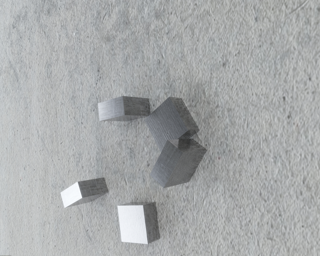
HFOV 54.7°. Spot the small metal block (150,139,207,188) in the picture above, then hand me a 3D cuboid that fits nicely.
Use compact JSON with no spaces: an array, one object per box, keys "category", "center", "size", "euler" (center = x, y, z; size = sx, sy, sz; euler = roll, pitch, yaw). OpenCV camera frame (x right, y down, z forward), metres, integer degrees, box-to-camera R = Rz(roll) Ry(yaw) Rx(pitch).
[{"category":"small metal block","center":[0.023,0.041,0.370],"size":[0.025,0.050,0.050],"euler":[40,114,33]}]

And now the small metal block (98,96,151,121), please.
[{"category":"small metal block","center":[-0.049,-0.025,0.429],"size":[0.050,0.050,0.025],"euler":[-10,84,39]}]

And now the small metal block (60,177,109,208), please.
[{"category":"small metal block","center":[-0.118,0.101,0.487],"size":[0.050,0.050,0.025],"euler":[-33,70,35]}]

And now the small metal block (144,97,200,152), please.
[{"category":"small metal block","center":[0.014,-0.004,0.393],"size":[0.050,0.025,0.050],"euler":[-41,65,32]}]

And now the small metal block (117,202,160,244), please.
[{"category":"small metal block","center":[-0.030,0.130,0.430],"size":[0.050,0.025,0.050],"euler":[-13,82,39]}]
